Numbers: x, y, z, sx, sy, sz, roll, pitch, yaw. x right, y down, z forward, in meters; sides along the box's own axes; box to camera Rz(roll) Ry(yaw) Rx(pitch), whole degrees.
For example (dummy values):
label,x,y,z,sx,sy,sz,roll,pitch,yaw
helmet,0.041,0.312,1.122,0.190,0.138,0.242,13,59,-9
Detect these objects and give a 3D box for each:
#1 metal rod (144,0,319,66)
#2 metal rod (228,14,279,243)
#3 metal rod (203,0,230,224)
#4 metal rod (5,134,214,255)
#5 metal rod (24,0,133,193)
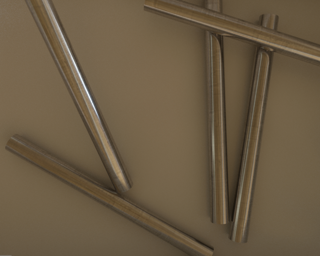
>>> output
label,x,y,z,sx,sy,sz,roll,pitch,yaw
metal rod,0.127,-0.113,0.386,0.302,0.025,0.025,17,90,-1
metal rod,0.124,0.000,0.412,0.025,0.025,0.298,8,90,0
metal rod,0.075,-0.025,0.411,0.025,0.025,0.298,-2,90,0
metal rod,-0.065,0.094,0.410,0.301,0.025,0.025,30,90,0
metal rod,-0.095,-0.050,0.353,0.025,0.025,0.299,-20,113,0
